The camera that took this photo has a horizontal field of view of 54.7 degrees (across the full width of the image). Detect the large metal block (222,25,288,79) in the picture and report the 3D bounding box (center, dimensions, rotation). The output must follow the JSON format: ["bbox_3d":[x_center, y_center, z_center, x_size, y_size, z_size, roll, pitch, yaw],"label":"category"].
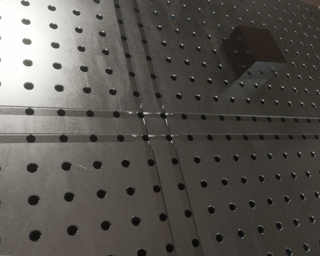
[{"bbox_3d":[0.174,-0.138,0.573,0.081,0.050,0.080,-5,64,-31],"label":"large metal block"}]
